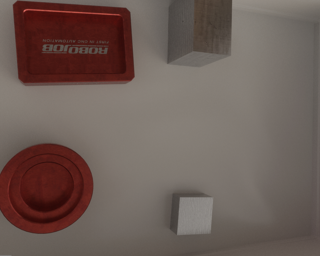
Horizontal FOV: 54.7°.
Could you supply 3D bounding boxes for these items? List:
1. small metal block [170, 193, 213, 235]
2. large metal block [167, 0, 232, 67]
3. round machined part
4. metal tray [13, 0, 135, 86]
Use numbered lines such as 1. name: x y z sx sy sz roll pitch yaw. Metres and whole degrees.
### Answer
1. small metal block: 0.044 0.118 0.428 0.050 0.025 0.050 5 88 -20
2. large metal block: 0.049 -0.127 0.400 0.050 0.080 0.079 1 90 -20
3. round machined part: -0.129 0.066 0.354 0.099 0.042 0.097 0 90 -21
4. metal tray: -0.100 -0.098 0.371 0.131 0.030 0.089 -4 92 -20
